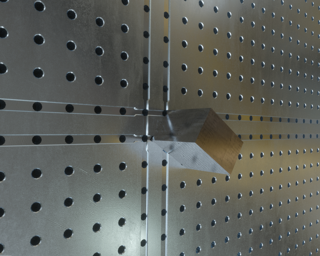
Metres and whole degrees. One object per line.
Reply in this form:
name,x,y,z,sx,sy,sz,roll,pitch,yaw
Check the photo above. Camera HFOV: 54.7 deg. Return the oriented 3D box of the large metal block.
large metal block,0.051,0.018,0.418,0.080,0.080,0.050,41,65,-33
